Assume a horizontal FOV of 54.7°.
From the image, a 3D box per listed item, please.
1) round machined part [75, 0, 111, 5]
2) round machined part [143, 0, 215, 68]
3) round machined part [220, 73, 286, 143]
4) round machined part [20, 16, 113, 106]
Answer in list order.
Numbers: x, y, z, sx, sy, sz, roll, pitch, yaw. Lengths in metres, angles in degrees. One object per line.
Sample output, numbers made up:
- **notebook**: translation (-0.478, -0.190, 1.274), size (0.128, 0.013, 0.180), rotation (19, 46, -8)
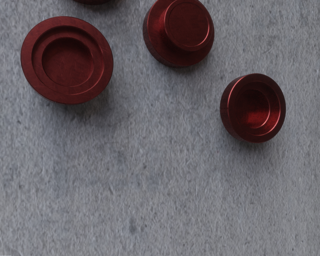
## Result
- **round machined part**: translation (-0.083, -0.203, 0.369), size (0.099, 0.042, 0.097), rotation (0, 90, -21)
- **round machined part**: translation (0.030, -0.132, 0.412), size (0.099, 0.042, 0.097), rotation (0, 90, -21)
- **round machined part**: translation (0.129, -0.028, 0.449), size (0.099, 0.042, 0.097), rotation (0, 90, -21)
- **round machined part**: translation (-0.107, -0.075, 0.361), size (0.099, 0.042, 0.097), rotation (0, 90, -21)
